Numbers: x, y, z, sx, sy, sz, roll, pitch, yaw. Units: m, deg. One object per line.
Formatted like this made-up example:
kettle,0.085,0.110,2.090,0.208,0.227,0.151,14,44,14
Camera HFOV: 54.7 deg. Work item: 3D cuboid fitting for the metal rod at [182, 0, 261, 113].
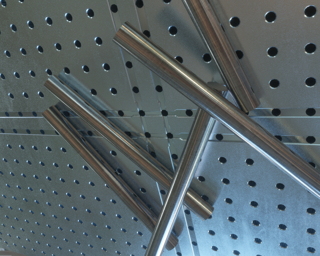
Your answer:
metal rod,0.025,-0.147,0.306,0.025,0.025,0.299,-20,108,35

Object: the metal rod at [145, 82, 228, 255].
metal rod,0.026,0.079,0.416,0.025,0.025,0.298,24,118,13

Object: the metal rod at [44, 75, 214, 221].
metal rod,-0.045,0.029,0.450,0.300,0.025,0.025,40,129,0

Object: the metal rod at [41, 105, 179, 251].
metal rod,-0.077,0.084,0.501,0.300,0.025,0.025,49,128,-7

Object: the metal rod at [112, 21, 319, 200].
metal rod,0.079,-0.009,0.334,0.301,0.025,0.025,36,129,-8
